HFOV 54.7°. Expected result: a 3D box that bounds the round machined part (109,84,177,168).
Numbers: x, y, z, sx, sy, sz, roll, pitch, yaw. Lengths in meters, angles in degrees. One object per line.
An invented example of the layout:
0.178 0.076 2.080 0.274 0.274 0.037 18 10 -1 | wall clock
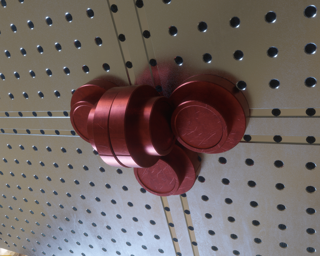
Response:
-0.013 -0.002 0.361 0.042 0.098 0.097 -1 118 28 | round machined part

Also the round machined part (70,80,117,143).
-0.086 -0.015 0.434 0.098 0.042 0.097 13 124 20 | round machined part

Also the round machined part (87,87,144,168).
-0.052 -0.001 0.381 0.042 0.098 0.097 1 119 27 | round machined part

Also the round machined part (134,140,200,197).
0.003 0.056 0.432 0.098 0.042 0.097 13 124 20 | round machined part

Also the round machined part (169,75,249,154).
0.051 -0.010 0.365 0.098 0.042 0.097 13 124 20 | round machined part
